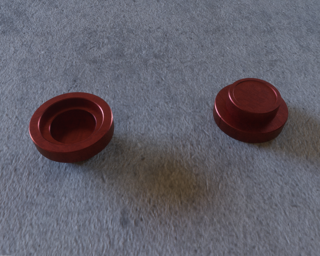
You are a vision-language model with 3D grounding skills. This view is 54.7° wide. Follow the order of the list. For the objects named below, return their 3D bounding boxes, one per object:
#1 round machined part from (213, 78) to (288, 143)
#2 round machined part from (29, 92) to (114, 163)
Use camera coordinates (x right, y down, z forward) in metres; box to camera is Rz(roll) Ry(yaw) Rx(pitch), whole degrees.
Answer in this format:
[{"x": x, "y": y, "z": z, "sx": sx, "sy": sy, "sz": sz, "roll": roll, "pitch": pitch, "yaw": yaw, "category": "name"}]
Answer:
[{"x": 0.124, "y": -0.030, "z": 0.419, "sx": 0.099, "sy": 0.042, "sz": 0.098, "roll": 0, "pitch": 50, "yaw": 0, "category": "round machined part"}, {"x": -0.107, "y": 0.003, "z": 0.388, "sx": 0.099, "sy": 0.042, "sz": 0.098, "roll": 0, "pitch": 50, "yaw": 0, "category": "round machined part"}]
